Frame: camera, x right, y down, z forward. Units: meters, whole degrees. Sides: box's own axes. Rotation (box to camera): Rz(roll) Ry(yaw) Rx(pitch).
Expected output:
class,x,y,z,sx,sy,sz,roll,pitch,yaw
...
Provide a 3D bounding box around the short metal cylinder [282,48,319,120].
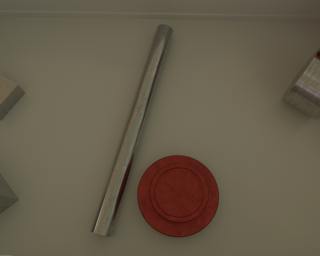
class,x,y,z,sx,sy,sz,roll,pitch,yaw
short metal cylinder,0.206,-0.058,0.404,0.050,0.080,0.080,35,74,11

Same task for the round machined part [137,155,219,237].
class,x,y,z,sx,sy,sz,roll,pitch,yaw
round machined part,0.022,0.080,0.372,0.099,0.042,0.098,0,70,-1

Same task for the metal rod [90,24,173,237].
class,x,y,z,sx,sy,sz,roll,pitch,yaw
metal rod,-0.031,-0.011,0.413,0.025,0.025,0.299,14,70,5

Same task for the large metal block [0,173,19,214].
class,x,y,z,sx,sy,sz,roll,pitch,yaw
large metal block,-0.233,0.078,0.365,0.080,0.050,0.080,-39,75,-13

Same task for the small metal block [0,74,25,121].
class,x,y,z,sx,sy,sz,roll,pitch,yaw
small metal block,-0.225,-0.046,0.424,0.050,0.025,0.050,30,73,10
